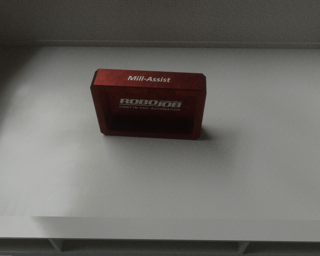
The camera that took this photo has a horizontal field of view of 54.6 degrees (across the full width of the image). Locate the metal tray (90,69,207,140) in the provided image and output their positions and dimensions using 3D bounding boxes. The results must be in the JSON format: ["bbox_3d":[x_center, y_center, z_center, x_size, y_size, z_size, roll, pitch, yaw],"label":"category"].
[{"bbox_3d":[-0.012,-0.027,0.385,0.131,0.090,0.030,3,50,2],"label":"metal tray"}]
